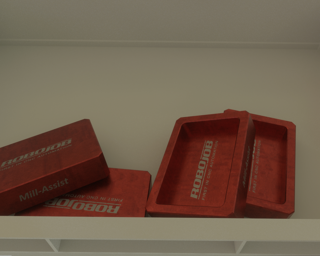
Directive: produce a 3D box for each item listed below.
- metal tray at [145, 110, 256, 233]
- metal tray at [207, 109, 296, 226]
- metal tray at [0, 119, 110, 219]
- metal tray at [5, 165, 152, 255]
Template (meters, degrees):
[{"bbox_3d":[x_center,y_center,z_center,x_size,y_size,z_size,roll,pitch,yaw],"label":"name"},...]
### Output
[{"bbox_3d":[0.047,0.041,0.330,0.090,0.030,0.130,-5,45,30],"label":"metal tray"},{"bbox_3d":[0.110,0.040,0.369,0.090,0.030,0.130,13,51,10],"label":"metal tray"},{"bbox_3d":[-0.130,0.041,0.341,0.131,0.030,0.090,-20,32,-12],"label":"metal tray"},{"bbox_3d":[-0.079,0.086,0.329,0.131,0.030,0.090,5,50,3],"label":"metal tray"}]
